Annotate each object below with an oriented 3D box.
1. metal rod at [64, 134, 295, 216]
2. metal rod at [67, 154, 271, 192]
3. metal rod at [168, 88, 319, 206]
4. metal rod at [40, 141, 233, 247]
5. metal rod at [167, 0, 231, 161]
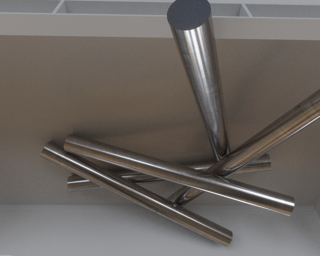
[{"bbox_3d":[0.018,0.059,0.405,0.301,0.025,0.025,15,130,8],"label":"metal rod"},{"bbox_3d":[0.010,0.068,0.467,0.302,0.025,0.025,-7,130,5],"label":"metal rod"},{"bbox_3d":[0.095,0.045,0.401,0.025,0.025,0.298,26,134,-21],"label":"metal rod"},{"bbox_3d":[-0.029,0.099,0.452,0.301,0.025,0.025,28,125,-7],"label":"metal rod"},{"bbox_3d":[0.053,-0.014,0.310,0.025,0.025,0.300,-13,157,10],"label":"metal rod"}]
